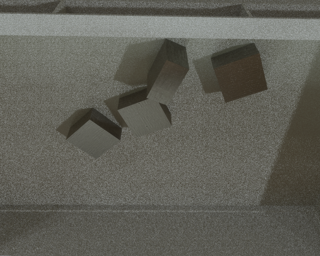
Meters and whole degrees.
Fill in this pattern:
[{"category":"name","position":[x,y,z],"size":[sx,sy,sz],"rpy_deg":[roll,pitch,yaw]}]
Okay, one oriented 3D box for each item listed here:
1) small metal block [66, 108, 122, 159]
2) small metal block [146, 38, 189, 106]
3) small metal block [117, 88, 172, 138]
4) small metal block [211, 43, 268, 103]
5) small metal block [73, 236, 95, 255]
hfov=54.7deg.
[{"category":"small metal block","position":[-0.088,0.008,0.415],"size":[0.050,0.025,0.050],"rpy_deg":[-37,122,26]},{"category":"small metal block","position":[0.007,-0.062,0.340],"size":[0.025,0.050,0.050],"rpy_deg":[19,127,-16]},{"category":"small metal block","position":[-0.018,-0.020,0.392],"size":[0.050,0.025,0.050],"rpy_deg":[-19,128,15]},{"category":"small metal block","position":[0.091,-0.063,0.357],"size":[0.050,0.025,0.050],"rpy_deg":[-18,128,14]},{"category":"small metal block","position":[-0.152,0.250,0.606],"size":[0.025,0.050,0.050],"rpy_deg":[21,127,-17]}]
